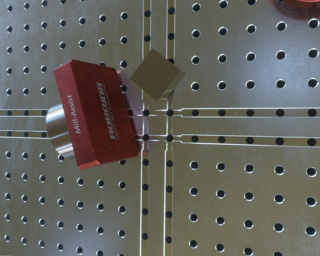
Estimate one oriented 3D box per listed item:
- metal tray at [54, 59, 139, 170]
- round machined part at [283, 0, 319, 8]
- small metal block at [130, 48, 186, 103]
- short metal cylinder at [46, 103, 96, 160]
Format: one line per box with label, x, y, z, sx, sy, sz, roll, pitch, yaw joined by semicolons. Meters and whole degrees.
metal tray;-0.079;-0.018;0.403;0.030;0.090;0.129;-19;83;28
round machined part;0.171;-0.181;0.343;0.098;0.042;0.097;0;90;20
small metal block;-0.003;-0.069;0.414;0.050;0.025;0.050;41;103;15
short metal cylinder;-0.106;-0.002;0.421;0.050;0.080;0.080;-18;84;19
